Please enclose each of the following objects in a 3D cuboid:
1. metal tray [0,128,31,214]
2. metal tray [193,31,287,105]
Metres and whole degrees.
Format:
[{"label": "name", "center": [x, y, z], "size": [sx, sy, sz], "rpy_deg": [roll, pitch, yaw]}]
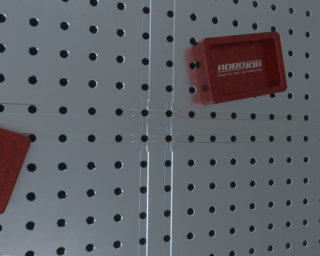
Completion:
[{"label": "metal tray", "center": [-0.218, 0.032, 0.329], "size": [0.131, 0.030, 0.090], "rpy_deg": [20, 83, -19]}, {"label": "metal tray", "center": [0.119, -0.088, 0.453], "size": [0.131, 0.030, 0.090], "rpy_deg": [-11, 94, -20]}]
